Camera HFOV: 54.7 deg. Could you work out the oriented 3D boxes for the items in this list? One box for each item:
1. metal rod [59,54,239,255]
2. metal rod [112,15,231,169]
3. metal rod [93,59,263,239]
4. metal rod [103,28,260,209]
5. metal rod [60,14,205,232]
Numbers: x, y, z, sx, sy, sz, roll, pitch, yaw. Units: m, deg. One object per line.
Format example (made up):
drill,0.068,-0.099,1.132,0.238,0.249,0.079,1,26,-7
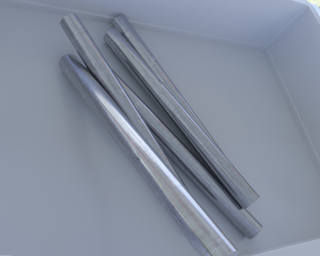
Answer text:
metal rod,-0.035,0.006,0.307,0.025,0.025,0.300,-13,45,-34
metal rod,0.021,-0.041,0.441,0.025,0.025,0.299,-26,76,-37
metal rod,0.016,0.023,0.399,0.300,0.025,0.025,46,51,4
metal rod,0.020,-0.022,0.413,0.025,0.025,0.300,-28,72,-37
metal rod,-0.034,-0.010,0.375,0.025,0.025,0.299,-28,83,-37
